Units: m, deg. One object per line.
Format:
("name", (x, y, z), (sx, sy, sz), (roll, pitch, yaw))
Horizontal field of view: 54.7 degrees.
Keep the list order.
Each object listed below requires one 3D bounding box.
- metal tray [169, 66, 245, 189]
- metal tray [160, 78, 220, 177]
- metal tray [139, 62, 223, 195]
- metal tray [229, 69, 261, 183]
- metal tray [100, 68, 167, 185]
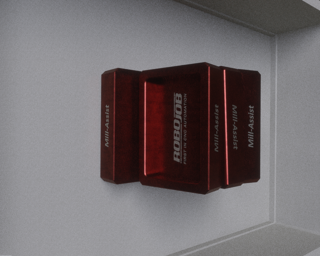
("metal tray", (0.051, 0.000, 0.364), (0.030, 0.090, 0.129), (0, 88, -40))
("metal tray", (0.044, 0.000, 0.438), (0.091, 0.030, 0.129), (1, 90, -40))
("metal tray", (0.021, 0.000, 0.336), (0.030, 0.090, 0.129), (0, 90, -53))
("metal tray", (0.083, -0.002, 0.389), (0.030, 0.090, 0.129), (0, 90, -26))
("metal tray", (-0.025, -0.002, 0.379), (0.091, 0.030, 0.129), (1, 90, -40))
